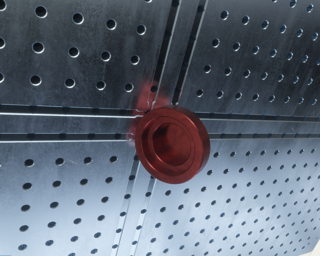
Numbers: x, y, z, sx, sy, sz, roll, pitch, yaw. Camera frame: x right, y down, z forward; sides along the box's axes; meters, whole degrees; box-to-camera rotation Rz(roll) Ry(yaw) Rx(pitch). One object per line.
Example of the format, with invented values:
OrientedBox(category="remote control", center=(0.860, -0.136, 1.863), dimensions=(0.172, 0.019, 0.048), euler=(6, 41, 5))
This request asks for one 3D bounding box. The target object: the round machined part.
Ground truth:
OrientedBox(category="round machined part", center=(0.020, 0.019, 0.398), dimensions=(0.042, 0.098, 0.097), euler=(-21, 134, -56))
